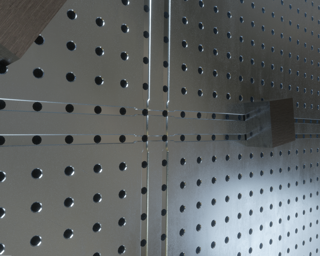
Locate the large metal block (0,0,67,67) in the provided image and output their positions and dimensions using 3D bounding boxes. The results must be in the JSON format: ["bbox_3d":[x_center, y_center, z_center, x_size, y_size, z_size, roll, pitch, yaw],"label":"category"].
[{"bbox_3d":[-0.143,-0.114,0.274,0.080,0.050,0.080,41,65,-33],"label":"large metal block"}]

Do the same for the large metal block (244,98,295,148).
[{"bbox_3d":[0.201,-0.011,0.565,0.081,0.050,0.079,-10,97,-40],"label":"large metal block"}]
